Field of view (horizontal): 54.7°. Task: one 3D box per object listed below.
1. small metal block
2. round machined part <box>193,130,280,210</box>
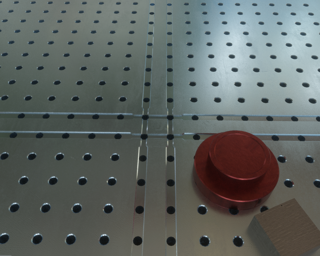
[{"bbox_3d":[0.130,0.108,0.318,0.050,0.025,0.050,-18,52,-15],"label":"small metal block"},{"bbox_3d":[0.090,0.041,0.362,0.099,0.042,0.098,0,50,0],"label":"round machined part"}]
